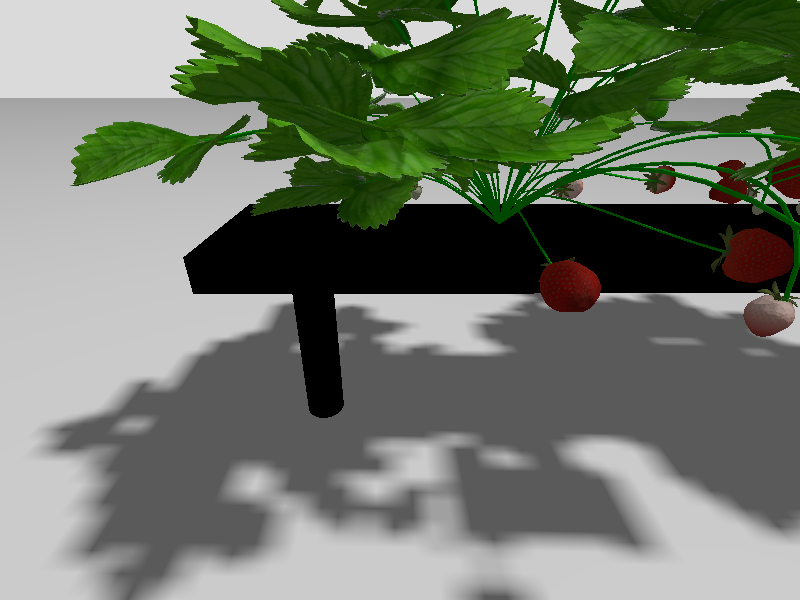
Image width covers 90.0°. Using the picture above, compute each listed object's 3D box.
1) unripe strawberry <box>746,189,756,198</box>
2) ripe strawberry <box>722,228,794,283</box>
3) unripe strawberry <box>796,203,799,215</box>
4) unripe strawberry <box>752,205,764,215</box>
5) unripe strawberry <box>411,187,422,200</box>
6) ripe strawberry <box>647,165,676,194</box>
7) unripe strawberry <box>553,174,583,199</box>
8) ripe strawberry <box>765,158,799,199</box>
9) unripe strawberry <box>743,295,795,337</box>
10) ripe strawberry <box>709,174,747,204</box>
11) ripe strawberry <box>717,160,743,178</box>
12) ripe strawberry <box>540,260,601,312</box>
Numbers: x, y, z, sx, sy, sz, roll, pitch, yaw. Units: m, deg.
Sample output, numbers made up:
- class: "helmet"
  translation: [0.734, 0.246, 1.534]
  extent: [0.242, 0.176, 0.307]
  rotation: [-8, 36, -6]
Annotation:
- class: "unripe strawberry"
  translation: [0.374, -0.113, 0.430]
  extent: [0.011, 0.012, 0.010]
  rotation: [-39, 3, 38]
- class: "ripe strawberry"
  translation: [0.218, -0.026, 0.244]
  extent: [0.033, 0.034, 0.030]
  rotation: [25, 37, 37]
- class: "unripe strawberry"
  translation: [0.343, -0.077, 0.340]
  extent: [0.011, 0.011, 0.011]
  rotation: [-2, 28, -4]
- class: "unripe strawberry"
  translation: [0.331, -0.083, 0.369]
  extent: [0.010, 0.010, 0.009]
  rotation: [-2, 28, -3]
- class: "unripe strawberry"
  translation: [0.017, -0.114, 0.427]
  extent: [0.012, 0.013, 0.013]
  rotation: [-24, 36, -36]
- class: "ripe strawberry"
  translation: [0.296, -0.135, 0.450]
  extent: [0.030, 0.031, 0.027]
  rotation: [-14, 31, -25]
- class: "unripe strawberry"
  translation: [0.182, -0.123, 0.431]
  extent: [0.031, 0.026, 0.031]
  rotation: [-23, 36, -37]
- class: "ripe strawberry"
  translation: [0.434, -0.136, 0.440]
  extent: [0.048, 0.047, 0.045]
  rotation: [24, 36, 38]
- class: "unripe strawberry"
  translation: [0.183, 0.008, 0.199]
  extent: [0.022, 0.022, 0.019]
  rotation: [-14, 31, -24]
- class: "ripe strawberry"
  translation: [0.340, -0.114, 0.416]
  extent: [0.032, 0.031, 0.029]
  rotation: [-12, 22, 27]
- class: "ripe strawberry"
  translation: [0.432, -0.172, 0.525]
  extent: [0.027, 0.023, 0.027]
  rotation: [-15, 31, -25]
- class: "ripe strawberry"
  translation: [0.092, -0.006, 0.214]
  extent: [0.032, 0.027, 0.032]
  rotation: [0, 29, -1]
